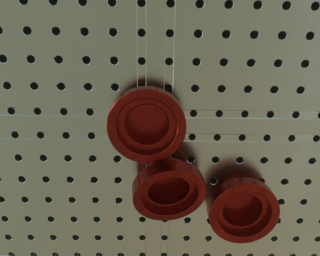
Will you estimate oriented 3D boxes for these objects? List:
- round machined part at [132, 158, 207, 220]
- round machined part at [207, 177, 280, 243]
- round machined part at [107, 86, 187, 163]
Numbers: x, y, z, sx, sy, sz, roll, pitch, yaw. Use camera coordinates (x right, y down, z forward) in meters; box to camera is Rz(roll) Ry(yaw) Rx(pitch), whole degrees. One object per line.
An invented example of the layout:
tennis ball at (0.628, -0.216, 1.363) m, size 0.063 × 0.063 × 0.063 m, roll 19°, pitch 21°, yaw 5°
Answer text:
round machined part at (0.011, 0.079, 0.424) m, size 0.099 × 0.042 × 0.097 m, roll -5°, pitch 127°, yaw -6°
round machined part at (0.117, 0.114, 0.448) m, size 0.099 × 0.042 × 0.097 m, roll 0°, pitch 110°, yaw -1°
round machined part at (-0.017, -0.007, 0.401) m, size 0.099 × 0.042 × 0.097 m, roll 0°, pitch 110°, yaw -1°
